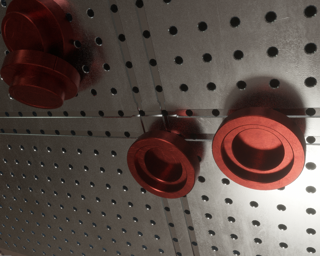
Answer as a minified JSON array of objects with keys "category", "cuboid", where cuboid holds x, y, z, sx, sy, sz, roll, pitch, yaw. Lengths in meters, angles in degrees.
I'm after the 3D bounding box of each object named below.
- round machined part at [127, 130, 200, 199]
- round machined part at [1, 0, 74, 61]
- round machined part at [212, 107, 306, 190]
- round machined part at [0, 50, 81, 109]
[{"category":"round machined part","cuboid":[0.008,0.045,0.423,0.098,0.042,0.097,13,124,20]},{"category":"round machined part","cuboid":[-0.168,-0.123,0.410,0.098,0.042,0.097,13,124,20]},{"category":"round machined part","cuboid":[0.112,0.019,0.352,0.098,0.042,0.097,13,124,20]},{"category":"round machined part","cuboid":[-0.160,-0.058,0.413,0.099,0.042,0.098,4,158,2]}]
